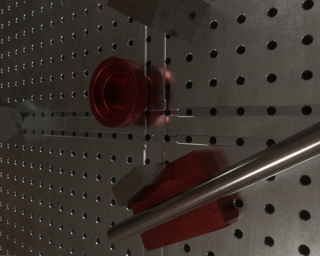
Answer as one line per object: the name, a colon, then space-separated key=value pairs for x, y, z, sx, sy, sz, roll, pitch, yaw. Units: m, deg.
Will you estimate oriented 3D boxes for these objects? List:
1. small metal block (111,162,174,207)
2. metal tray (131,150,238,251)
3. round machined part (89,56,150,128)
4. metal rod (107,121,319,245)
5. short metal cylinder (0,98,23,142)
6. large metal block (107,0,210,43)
small metal block: x=-0.021 y=0.066 z=0.368 sx=0.050 sy=0.050 sz=0.025 roll=-43 pitch=64 yaw=31
metal tray: x=0.021 y=0.092 z=0.387 sx=0.130 sy=0.030 sz=0.090 roll=-32 pitch=70 yaw=35
round machined part: x=-0.054 y=-0.049 z=0.440 sx=0.098 sy=0.042 sz=0.097 roll=0 pitch=90 yaw=39
metal rod: x=0.042 y=0.073 z=0.333 sx=0.299 sy=0.025 sz=0.025 roll=-35 pitch=69 yaw=34
short metal cylinder: x=-0.340 y=-0.018 z=0.649 sx=0.050 sy=0.081 sz=0.079 roll=32 pitch=110 yaw=35
large metal block: x=-0.002 y=-0.149 z=0.374 sx=0.080 sy=0.081 sz=0.050 roll=38 pitch=113 yaw=33
